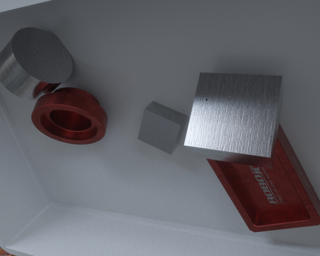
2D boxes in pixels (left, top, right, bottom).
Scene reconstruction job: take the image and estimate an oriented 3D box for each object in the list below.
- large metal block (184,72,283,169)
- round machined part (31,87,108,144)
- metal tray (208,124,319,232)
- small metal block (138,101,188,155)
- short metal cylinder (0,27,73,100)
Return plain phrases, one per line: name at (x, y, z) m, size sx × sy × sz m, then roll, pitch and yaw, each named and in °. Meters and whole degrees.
large metal block at (0.078, -0.008, 0.318) m, size 0.080 × 0.080 × 0.050 m, roll 7°, pitch 164°, yaw 24°
round machined part at (-0.121, -0.019, 0.429) m, size 0.099 × 0.042 × 0.098 m, roll 3°, pitch 147°, yaw 2°
metal tray at (0.127, 0.065, 0.378) m, size 0.090 × 0.030 × 0.130 m, roll -22°, pitch 107°, yaw 36°
small metal block at (0.003, 0.000, 0.406) m, size 0.050 × 0.025 × 0.050 m, roll 25°, pitch 127°, yaw 12°
short metal cylinder at (-0.164, -0.083, 0.406) m, size 0.050 × 0.080 × 0.080 m, roll -28°, pitch 103°, yaw 37°
